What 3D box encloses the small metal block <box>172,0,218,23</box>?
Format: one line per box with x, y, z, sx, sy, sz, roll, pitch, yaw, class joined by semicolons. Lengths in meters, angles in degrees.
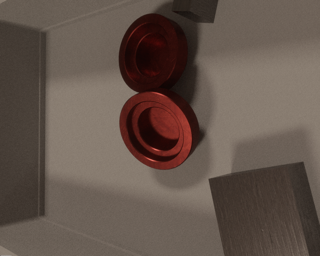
0.043;-0.152;0.354;0.025;0.050;0.050;18;101;38;small metal block

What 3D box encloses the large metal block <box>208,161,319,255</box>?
0.103;0.081;0.305;0.080;0.050;0.080;-17;79;38;large metal block

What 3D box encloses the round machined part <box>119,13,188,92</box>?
-0.004;-0.092;0.397;0.098;0.042;0.097;0;90;39;round machined part

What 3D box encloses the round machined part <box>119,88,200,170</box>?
0.003;-0.002;0.378;0.098;0.042;0.097;12;115;26;round machined part
